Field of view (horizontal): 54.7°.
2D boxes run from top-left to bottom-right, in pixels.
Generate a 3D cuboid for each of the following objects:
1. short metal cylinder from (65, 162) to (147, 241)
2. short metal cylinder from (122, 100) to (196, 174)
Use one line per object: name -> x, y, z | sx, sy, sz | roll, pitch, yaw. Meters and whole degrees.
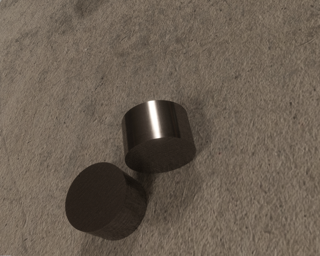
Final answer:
short metal cylinder -> -0.063, 0.087, 0.366 | 0.080, 0.050, 0.080 | -13, 56, 20
short metal cylinder -> -0.003, 0.012, 0.361 | 0.080, 0.080, 0.050 | -21, 54, 15
